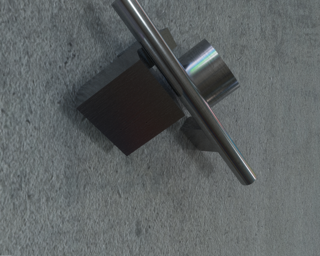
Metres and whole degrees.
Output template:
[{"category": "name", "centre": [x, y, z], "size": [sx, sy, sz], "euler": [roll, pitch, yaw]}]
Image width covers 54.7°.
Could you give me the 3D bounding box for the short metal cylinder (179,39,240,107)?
[{"category": "short metal cylinder", "centre": [0.063, -0.072, 0.417], "size": [0.050, 0.080, 0.080], "euler": [-37, 121, 12]}]

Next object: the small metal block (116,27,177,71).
[{"category": "small metal block", "centre": [-0.016, -0.094, 0.378], "size": [0.050, 0.050, 0.025], "euler": [-46, 118, -30]}]

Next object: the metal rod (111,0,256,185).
[{"category": "metal rod", "centre": [0.045, -0.029, 0.381], "size": [0.300, 0.025, 0.025], "euler": [51, 60, -28]}]

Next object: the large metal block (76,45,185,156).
[{"category": "large metal block", "centre": [-0.032, -0.029, 0.341], "size": [0.080, 0.050, 0.080], "euler": [-36, 121, 10]}]

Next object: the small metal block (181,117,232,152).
[{"category": "small metal block", "centre": [0.067, 0.009, 0.445], "size": [0.050, 0.050, 0.025], "euler": [48, 61, -30]}]
